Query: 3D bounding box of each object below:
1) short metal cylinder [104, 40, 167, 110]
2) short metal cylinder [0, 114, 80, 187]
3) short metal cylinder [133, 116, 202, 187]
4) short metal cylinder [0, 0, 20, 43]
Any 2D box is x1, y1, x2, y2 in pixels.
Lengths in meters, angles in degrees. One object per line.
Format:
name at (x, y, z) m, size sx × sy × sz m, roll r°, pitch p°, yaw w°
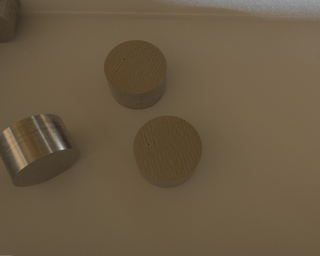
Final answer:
short metal cylinder at (-0.032, -0.071, 0.422) m, size 0.081 × 0.050 × 0.080 m, roll 0°, pitch 70°, yaw 0°
short metal cylinder at (-0.144, 0.027, 0.369) m, size 0.080 × 0.080 × 0.050 m, roll -30°, pitch 73°, yaw -11°
short metal cylinder at (0.009, 0.031, 0.385) m, size 0.081 × 0.050 × 0.080 m, roll 0°, pitch 70°, yaw 0°
short metal cylinder at (-0.246, -0.165, 0.438) m, size 0.081 × 0.080 × 0.050 m, roll 1°, pitch 70°, yaw 0°
